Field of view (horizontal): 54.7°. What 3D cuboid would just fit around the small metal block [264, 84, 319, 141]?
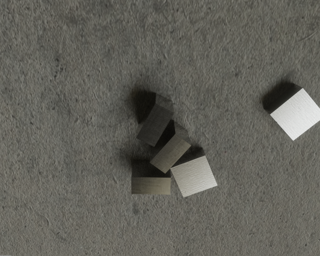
[{"bbox_3d":[0.175,-0.021,0.404,0.050,0.025,0.050,-42,105,14],"label":"small metal block"}]

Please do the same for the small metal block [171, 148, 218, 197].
[{"bbox_3d":[0.046,0.062,0.433,0.050,0.025,0.050,-21,109,7],"label":"small metal block"}]

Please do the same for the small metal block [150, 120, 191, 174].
[{"bbox_3d":[0.013,0.024,0.405,0.025,0.050,0.050,37,106,-13],"label":"small metal block"}]

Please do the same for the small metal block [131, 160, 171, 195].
[{"bbox_3d":[-0.012,0.066,0.420,0.050,0.050,0.025,1,110,-1],"label":"small metal block"}]

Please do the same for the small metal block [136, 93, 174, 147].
[{"bbox_3d":[-0.006,-0.011,0.392,0.025,0.050,0.050,27,108,-10],"label":"small metal block"}]
